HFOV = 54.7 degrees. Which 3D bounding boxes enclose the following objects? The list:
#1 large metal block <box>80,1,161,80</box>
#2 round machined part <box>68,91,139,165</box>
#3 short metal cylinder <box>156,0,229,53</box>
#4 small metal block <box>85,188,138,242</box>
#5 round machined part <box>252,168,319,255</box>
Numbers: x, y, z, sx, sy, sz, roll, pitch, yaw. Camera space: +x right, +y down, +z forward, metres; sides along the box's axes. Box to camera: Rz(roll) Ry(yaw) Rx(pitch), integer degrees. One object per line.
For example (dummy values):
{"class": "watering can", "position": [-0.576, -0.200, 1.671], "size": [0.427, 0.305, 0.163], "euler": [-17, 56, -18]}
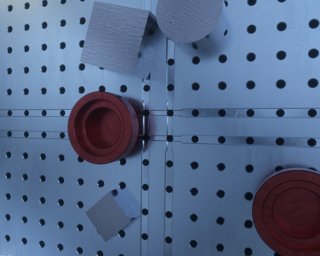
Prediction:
{"class": "large metal block", "position": [-0.051, -0.116, 0.417], "size": [0.080, 0.050, 0.080], "euler": [17, 96, 19]}
{"class": "round machined part", "position": [-0.074, 0.000, 0.430], "size": [0.098, 0.042, 0.097], "euler": [0, 90, 20]}
{"class": "short metal cylinder", "position": [0.041, -0.139, 0.385], "size": [0.080, 0.050, 0.080], "euler": [0, 90, 20]}
{"class": "small metal block", "position": [-0.068, 0.122, 0.437], "size": [0.050, 0.025, 0.050], "euler": [-43, 77, 15]}
{"class": "round machined part", "position": [0.156, 0.093, 0.348], "size": [0.098, 0.042, 0.097], "euler": [0, 90, 20]}
